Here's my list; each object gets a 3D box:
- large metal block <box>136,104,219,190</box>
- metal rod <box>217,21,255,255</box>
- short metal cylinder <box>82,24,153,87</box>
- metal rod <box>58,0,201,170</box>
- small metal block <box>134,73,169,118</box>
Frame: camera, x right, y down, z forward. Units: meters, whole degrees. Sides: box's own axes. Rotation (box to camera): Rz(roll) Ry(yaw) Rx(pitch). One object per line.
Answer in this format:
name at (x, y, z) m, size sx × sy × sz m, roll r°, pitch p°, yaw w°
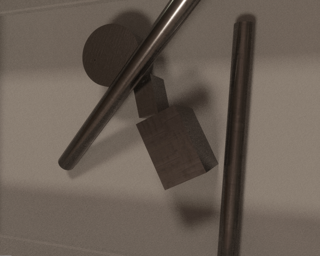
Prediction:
large metal block at (0.024, 0.021, 0.372) m, size 0.050 × 0.080 × 0.080 m, roll -27°, pitch 81°, yaw 18°
metal rod at (0.092, 0.024, 0.377) m, size 0.025 × 0.025 × 0.298 m, roll 4°, pitch 91°, yaw 19°
short metal cylinder at (-0.055, -0.092, 0.416) m, size 0.080 × 0.050 × 0.079 m, roll 0°, pitch 90°, yaw 19°
metal rod at (-0.053, -0.042, 0.381) m, size 0.025 × 0.025 × 0.298 m, roll 50°, pitch 122°, yaw 13°
small metal block at (-0.010, -0.039, 0.400) m, size 0.025 × 0.050 × 0.050 m, roll -13°, pitch 86°, yaw 19°
